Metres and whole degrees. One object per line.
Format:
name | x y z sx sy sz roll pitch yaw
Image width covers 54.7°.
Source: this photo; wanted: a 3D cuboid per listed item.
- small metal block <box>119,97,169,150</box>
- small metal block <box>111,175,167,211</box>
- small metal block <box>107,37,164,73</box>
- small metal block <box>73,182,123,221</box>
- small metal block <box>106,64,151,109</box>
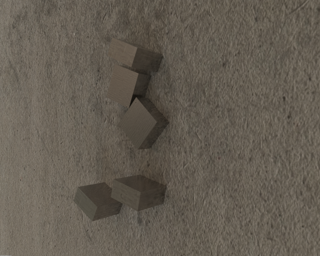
small metal block | -0.023 -0.006 0.424 0.050 0.025 0.050 50 120 28
small metal block | -0.028 0.085 0.412 0.050 0.050 0.025 16 100 39
small metal block | -0.033 -0.098 0.416 0.050 0.050 0.025 31 110 35
small metal block | -0.092 0.109 0.465 0.050 0.050 0.025 33 111 35
small metal block | -0.045 -0.059 0.443 0.050 0.025 0.050 28 107 36
